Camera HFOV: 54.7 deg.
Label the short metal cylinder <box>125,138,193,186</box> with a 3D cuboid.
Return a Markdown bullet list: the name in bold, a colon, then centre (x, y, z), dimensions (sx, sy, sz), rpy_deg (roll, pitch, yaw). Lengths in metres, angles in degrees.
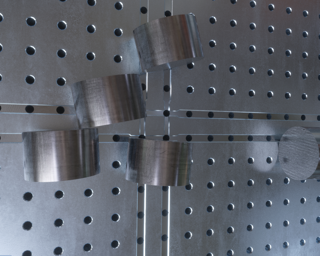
- **short metal cylinder**: centre (-0.001, 0.040, 0.384), dimensions (0.081, 0.080, 0.050), rpy_deg (5, 89, -20)

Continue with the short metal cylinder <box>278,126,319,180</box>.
- **short metal cylinder**: centre (0.228, 0.038, 0.470), dimensions (0.050, 0.080, 0.079), rpy_deg (2, 90, -20)

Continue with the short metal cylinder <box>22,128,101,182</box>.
- **short metal cylinder**: centre (-0.108, 0.027, 0.344), dimensions (0.081, 0.080, 0.050), rpy_deg (-3, 92, -20)

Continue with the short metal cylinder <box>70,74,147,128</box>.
- **short metal cylinder**: centre (-0.059, -0.031, 0.362), dimensions (0.081, 0.080, 0.050), rpy_deg (-11, 94, -20)

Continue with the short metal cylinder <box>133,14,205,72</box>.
- **short metal cylinder**: centre (0.011, -0.104, 0.388), dimensions (0.081, 0.080, 0.050), rpy_deg (-15, 95, -20)
